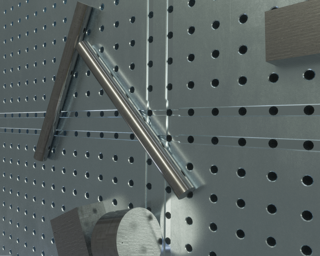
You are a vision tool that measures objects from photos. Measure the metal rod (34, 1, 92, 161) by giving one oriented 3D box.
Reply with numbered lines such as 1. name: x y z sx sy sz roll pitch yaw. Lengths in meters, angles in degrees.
1. metal rod: -0.178 -0.073 0.556 0.025 0.025 0.298 35 111 34

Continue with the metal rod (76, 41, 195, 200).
1. metal rod: -0.047 -0.027 0.448 0.025 0.025 0.300 -52 60 28

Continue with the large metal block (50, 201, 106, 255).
1. large metal block: -0.124 0.172 0.496 0.080 0.050 0.080 -31 71 35

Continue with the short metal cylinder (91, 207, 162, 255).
1. short metal cylinder: -0.043 0.148 0.409 0.050 0.081 0.080 -20 78 38

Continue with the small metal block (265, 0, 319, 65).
1. small metal block: 0.132 -0.091 0.301 0.050 0.025 0.050 -1 89 40
